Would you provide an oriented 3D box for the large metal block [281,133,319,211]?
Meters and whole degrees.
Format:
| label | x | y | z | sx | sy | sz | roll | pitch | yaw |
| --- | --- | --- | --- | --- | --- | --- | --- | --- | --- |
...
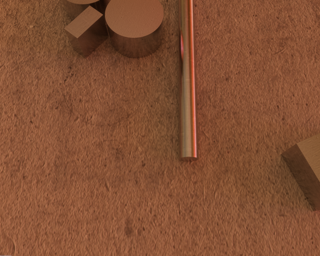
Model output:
| label | x | y | z | sx | sy | sz | roll | pitch | yaw |
| --- | --- | --- | --- | --- | --- | --- | --- | --- | --- |
| large metal block | 0.213 | 0.046 | 0.381 | 0.080 | 0.050 | 0.080 | -22 | 72 | -8 |

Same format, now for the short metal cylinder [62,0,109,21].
| label | x | y | z | sx | sy | sz | roll | pitch | yaw |
| --- | --- | --- | --- | --- | --- | --- | --- | --- | --- |
| short metal cylinder | -0.108 | -0.201 | 0.467 | 0.081 | 0.050 | 0.080 | 0 | 70 | 0 |

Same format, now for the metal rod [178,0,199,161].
| label | x | y | z | sx | sy | sz | roll | pitch | yaw |
| --- | --- | --- | --- | --- | --- | --- | --- | --- | --- |
| metal rod | 0.039 | -0.101 | 0.445 | 0.025 | 0.025 | 0.299 | 1 | 70 | 0 |

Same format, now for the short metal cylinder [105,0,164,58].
| label | x | y | z | sx | sy | sz | roll | pitch | yaw |
| --- | --- | --- | --- | --- | --- | --- | --- | --- | --- |
| short metal cylinder | -0.035 | -0.149 | 0.449 | 0.081 | 0.050 | 0.080 | 0 | 70 | 0 |

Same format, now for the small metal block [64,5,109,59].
| label | x | y | z | sx | sy | sz | roll | pitch | yaw |
| --- | --- | --- | --- | --- | --- | --- | --- | --- | --- |
| small metal block | -0.104 | -0.136 | 0.443 | 0.025 | 0.050 | 0.050 | 37 | 74 | 12 |
